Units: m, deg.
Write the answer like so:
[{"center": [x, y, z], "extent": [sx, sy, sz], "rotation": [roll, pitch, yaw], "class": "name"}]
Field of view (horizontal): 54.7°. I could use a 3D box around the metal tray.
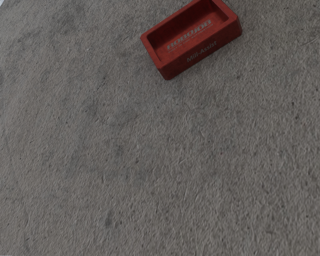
[{"center": [0.043, -0.139, 0.463], "extent": [0.130, 0.030, 0.090], "rotation": [-31, 52, 7], "class": "metal tray"}]
